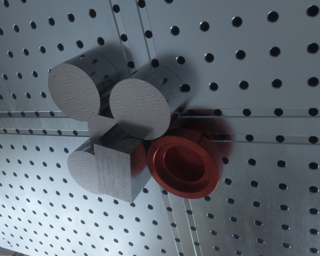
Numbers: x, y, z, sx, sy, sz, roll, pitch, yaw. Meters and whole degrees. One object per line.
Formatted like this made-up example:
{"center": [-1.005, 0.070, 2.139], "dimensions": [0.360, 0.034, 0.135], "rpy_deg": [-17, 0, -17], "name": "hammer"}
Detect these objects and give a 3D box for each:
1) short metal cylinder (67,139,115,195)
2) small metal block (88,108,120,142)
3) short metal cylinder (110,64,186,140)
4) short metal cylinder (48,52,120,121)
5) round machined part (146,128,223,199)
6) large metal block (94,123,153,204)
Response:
{"center": [-0.094, 0.056, 0.479], "dimensions": [0.080, 0.050, 0.079], "rpy_deg": [13, 124, 21], "name": "short metal cylinder"}
{"center": [-0.076, -0.002, 0.450], "dimensions": [0.050, 0.025, 0.050], "rpy_deg": [14, 124, 20], "name": "small metal block"}
{"center": [-0.014, -0.032, 0.382], "dimensions": [0.080, 0.050, 0.079], "rpy_deg": [13, 124, 21], "name": "short metal cylinder"}
{"center": [-0.100, -0.055, 0.413], "dimensions": [0.080, 0.050, 0.079], "rpy_deg": [13, 124, 21], "name": "short metal cylinder"}
{"center": [0.035, 0.042, 0.407], "dimensions": [0.098, 0.042, 0.097], "rpy_deg": [13, 124, 21], "name": "round machined part"}
{"center": [-0.042, 0.039, 0.418], "dimensions": [0.050, 0.080, 0.079], "rpy_deg": [15, 125, 20], "name": "large metal block"}
